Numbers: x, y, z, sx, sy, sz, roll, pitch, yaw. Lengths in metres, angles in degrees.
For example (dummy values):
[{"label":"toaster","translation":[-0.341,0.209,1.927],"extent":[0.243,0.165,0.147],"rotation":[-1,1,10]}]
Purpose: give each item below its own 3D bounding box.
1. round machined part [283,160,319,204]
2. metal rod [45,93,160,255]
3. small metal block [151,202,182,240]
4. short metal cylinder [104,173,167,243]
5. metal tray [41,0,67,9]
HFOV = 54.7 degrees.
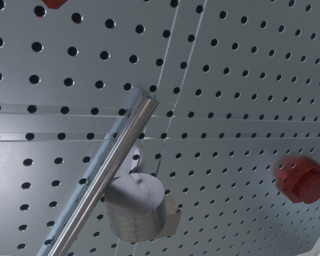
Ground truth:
[{"label":"round machined part","translation":[0.310,0.119,0.643],"extent":[0.099,0.042,0.097],"rotation":[-14,124,-21]},{"label":"metal rod","translation":[-0.089,0.086,0.415],"extent":[0.025,0.025,0.299],"rotation":[22,106,-37]},{"label":"small metal block","translation":[0.003,0.152,0.508],"extent":[0.050,0.025,0.050],"rotation":[0,119,-29]},{"label":"short metal cylinder","translation":[-0.032,0.107,0.425],"extent":[0.081,0.080,0.050],"rotation":[-17,125,-19]},{"label":"metal tray","translation":[-0.100,-0.175,0.244],"extent":[0.090,0.030,0.130],"rotation":[-42,130,0]}]
